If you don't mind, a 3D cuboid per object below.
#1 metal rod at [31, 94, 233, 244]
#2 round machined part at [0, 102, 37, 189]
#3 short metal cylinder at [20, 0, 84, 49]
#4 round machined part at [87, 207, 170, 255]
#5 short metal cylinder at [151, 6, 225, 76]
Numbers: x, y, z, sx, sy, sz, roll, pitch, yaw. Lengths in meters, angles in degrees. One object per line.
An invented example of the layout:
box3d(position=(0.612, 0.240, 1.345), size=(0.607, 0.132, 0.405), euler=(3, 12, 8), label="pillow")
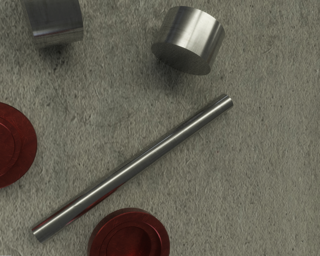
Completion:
box3d(position=(-0.022, 0.042, 0.401), size=(0.302, 0.025, 0.025), euler=(-34, 102, -17), label="metal rod")
box3d(position=(-0.185, 0.019, 0.332), size=(0.099, 0.042, 0.097), euler=(0, 90, -21), label="round machined part")
box3d(position=(-0.120, -0.130, 0.336), size=(0.050, 0.080, 0.080), euler=(-18, 96, -19), label="short metal cylinder")
box3d(position=(-0.041, 0.148, 0.386), size=(0.099, 0.042, 0.097), euler=(0, 90, -21), label="round machined part")
box3d(position=(0.036, -0.108, 0.394), size=(0.080, 0.080, 0.050), euler=(26, 82, -19), label="short metal cylinder")
